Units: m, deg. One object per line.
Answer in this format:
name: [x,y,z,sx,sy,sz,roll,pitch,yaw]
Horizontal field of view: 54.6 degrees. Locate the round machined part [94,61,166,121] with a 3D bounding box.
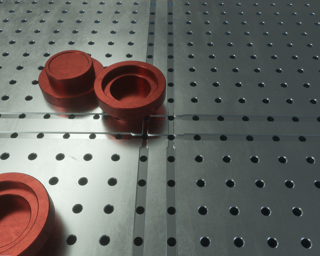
round machined part: [-0.041,-0.048,0.437,0.099,0.042,0.098,0,50,0]

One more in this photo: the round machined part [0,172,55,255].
round machined part: [-0.156,0.097,0.314,0.099,0.042,0.098,0,50,0]

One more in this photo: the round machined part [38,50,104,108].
round machined part: [-0.132,-0.080,0.463,0.099,0.042,0.098,0,50,0]
